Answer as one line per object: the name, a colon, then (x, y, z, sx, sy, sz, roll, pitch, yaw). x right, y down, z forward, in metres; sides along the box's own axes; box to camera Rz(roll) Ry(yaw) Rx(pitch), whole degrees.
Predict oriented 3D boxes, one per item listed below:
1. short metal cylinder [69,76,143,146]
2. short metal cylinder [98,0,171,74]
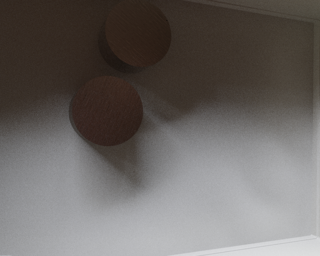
short metal cylinder: (-0.066, -0.019, 0.373, 0.081, 0.050, 0.079, 0, 90, -21)
short metal cylinder: (-0.033, -0.112, 0.386, 0.081, 0.050, 0.079, 0, 90, -21)
